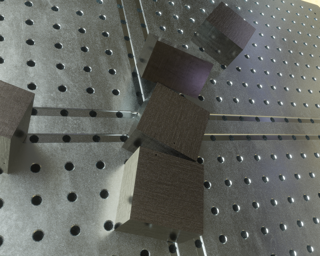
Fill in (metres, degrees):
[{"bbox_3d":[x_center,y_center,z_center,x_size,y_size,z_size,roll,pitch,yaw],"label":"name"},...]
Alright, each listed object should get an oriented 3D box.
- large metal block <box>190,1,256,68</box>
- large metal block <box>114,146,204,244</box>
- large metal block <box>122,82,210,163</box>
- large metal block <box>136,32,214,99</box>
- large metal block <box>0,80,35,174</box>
[{"bbox_3d":[0.114,-0.167,0.555,0.080,0.050,0.080,38,51,-3],"label":"large metal block"},{"bbox_3d":[0.001,0.076,0.346,0.080,0.050,0.080,18,55,-18],"label":"large metal block"},{"bbox_3d":[0.009,0.002,0.396,0.080,0.050,0.080,29,52,-10],"label":"large metal block"},{"bbox_3d":[0.017,-0.088,0.431,0.080,0.050,0.080,19,19,-17],"label":"large metal block"},{"bbox_3d":[-0.169,-0.007,0.286,0.080,0.080,0.050,22,54,-15],"label":"large metal block"}]
